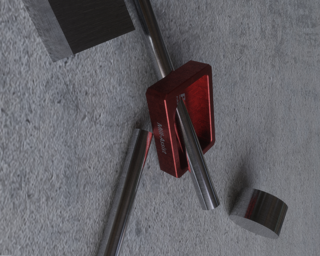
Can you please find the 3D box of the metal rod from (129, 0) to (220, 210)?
[{"bbox_3d":[0.018,-0.037,0.395,0.025,0.025,0.298,-24,97,-38],"label":"metal rod"}]

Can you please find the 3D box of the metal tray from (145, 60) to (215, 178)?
[{"bbox_3d":[0.032,-0.010,0.401,0.091,0.030,0.129,-38,134,-33],"label":"metal tray"}]

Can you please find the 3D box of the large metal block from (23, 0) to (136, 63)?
[{"bbox_3d":[-0.084,-0.123,0.319,0.081,0.050,0.080,-35,112,-35],"label":"large metal block"}]

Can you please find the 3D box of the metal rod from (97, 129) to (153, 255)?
[{"bbox_3d":[-0.059,0.145,0.357,0.025,0.025,0.299,25,74,-38],"label":"metal rod"}]

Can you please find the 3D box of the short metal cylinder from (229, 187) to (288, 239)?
[{"bbox_3d":[0.161,0.139,0.508,0.080,0.080,0.050,43,64,-32],"label":"short metal cylinder"}]
